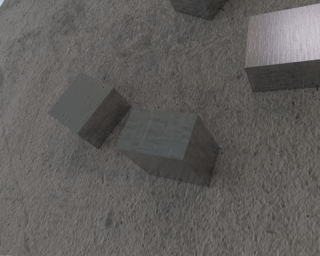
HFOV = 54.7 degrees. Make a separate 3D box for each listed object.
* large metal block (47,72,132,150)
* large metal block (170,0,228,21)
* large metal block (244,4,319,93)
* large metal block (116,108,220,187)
[{"bbox_3d":[-0.104,-0.027,0.459,0.080,0.050,0.080,28,77,37],"label":"large metal block"},{"bbox_3d":[0.067,-0.225,0.491,0.080,0.050,0.080,31,79,38],"label":"large metal block"},{"bbox_3d":[0.149,-0.092,0.366,0.080,0.050,0.080,-2,61,27],"label":"large metal block"},{"bbox_3d":[0.012,0.023,0.348,0.080,0.080,0.050,7,65,31],"label":"large metal block"}]
